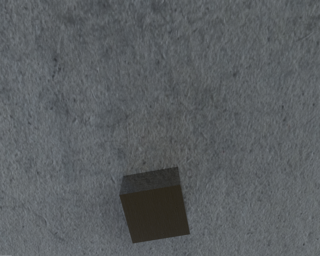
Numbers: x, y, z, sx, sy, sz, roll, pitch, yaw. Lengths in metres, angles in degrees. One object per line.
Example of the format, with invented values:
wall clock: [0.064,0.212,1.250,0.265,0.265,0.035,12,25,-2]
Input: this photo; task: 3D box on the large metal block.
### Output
large metal block: [-0.006,0.108,0.436,0.080,0.050,0.079,-10,110,3]
